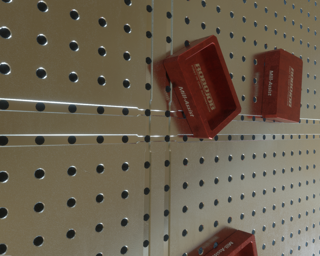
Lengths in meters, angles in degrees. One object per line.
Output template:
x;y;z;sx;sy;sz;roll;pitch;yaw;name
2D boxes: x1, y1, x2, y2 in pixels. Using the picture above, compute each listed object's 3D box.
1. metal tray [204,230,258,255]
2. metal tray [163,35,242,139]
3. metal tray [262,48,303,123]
0.108;0.234;0.495;0.131;0.030;0.090;-19;102;-38;metal tray
0.067;-0.060;0.460;0.091;0.030;0.130;-38;113;-33;metal tray
0.240;-0.079;0.605;0.091;0.030;0.129;8;85;-40;metal tray
